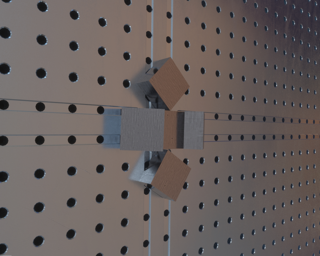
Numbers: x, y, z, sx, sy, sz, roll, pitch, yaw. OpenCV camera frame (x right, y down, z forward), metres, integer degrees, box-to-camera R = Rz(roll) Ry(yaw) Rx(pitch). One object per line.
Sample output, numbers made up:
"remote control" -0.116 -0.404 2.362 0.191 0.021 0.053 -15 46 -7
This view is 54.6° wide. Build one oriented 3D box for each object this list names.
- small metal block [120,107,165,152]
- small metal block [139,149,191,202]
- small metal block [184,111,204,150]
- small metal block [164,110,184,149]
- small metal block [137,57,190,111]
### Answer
"small metal block" -0.021 0.002 0.374 0.050 0.025 0.050 2 89 -4
"small metal block" 0.008 0.063 0.414 0.050 0.025 0.050 41 66 -31
"small metal block" 0.048 0.004 0.431 0.050 0.025 0.050 11 80 -80
"small metal block" 0.007 0.003 0.413 0.050 0.025 0.050 2 88 -40
"small metal block" 0.006 -0.057 0.413 0.050 0.025 0.050 -52 120 -28
